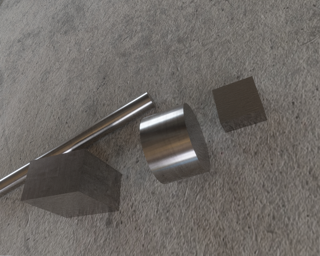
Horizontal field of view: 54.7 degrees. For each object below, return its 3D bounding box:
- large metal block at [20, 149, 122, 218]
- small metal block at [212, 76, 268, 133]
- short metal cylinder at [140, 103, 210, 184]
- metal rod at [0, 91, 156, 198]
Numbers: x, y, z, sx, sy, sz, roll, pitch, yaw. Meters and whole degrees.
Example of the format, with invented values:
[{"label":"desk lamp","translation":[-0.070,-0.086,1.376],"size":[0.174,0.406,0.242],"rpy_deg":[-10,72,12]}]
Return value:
[{"label":"large metal block","translation":[-0.104,0.071,0.379],"size":[0.080,0.080,0.050],"rpy_deg":[-13,57,21]},{"label":"small metal block","translation":[0.095,-0.028,0.371],"size":[0.050,0.025,0.050],"rpy_deg":[-19,54,17]},{"label":"short metal cylinder","translation":[0.019,0.018,0.348],"size":[0.050,0.080,0.080],"rpy_deg":[-19,54,17]},{"label":"metal rod","translation":[-0.141,0.033,0.457],"size":[0.300,0.025,0.025],"rpy_deg":[-30,52,9]}]
